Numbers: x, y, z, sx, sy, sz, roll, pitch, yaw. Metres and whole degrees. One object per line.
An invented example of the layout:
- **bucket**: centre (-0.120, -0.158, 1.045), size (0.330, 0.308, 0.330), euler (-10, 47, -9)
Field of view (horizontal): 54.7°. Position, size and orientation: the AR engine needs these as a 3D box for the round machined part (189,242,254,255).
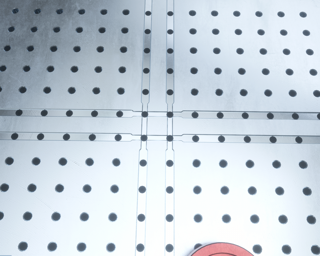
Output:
- **round machined part**: centre (0.067, 0.177, 0.339), size (0.099, 0.042, 0.098), euler (0, 70, 0)
